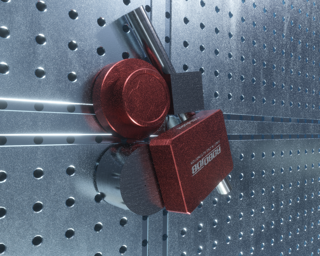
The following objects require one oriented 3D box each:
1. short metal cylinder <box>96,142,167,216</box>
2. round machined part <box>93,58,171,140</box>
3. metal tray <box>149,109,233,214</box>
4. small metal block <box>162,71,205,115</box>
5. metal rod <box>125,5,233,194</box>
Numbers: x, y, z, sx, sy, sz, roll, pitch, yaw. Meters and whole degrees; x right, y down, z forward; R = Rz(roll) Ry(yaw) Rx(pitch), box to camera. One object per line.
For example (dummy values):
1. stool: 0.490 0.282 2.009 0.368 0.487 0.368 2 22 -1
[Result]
1. short metal cylinder: -0.027 0.058 0.365 0.081 0.050 0.079 0 90 -40
2. round machined part: -0.026 -0.035 0.370 0.099 0.042 0.097 0 90 -39
3. metal tray: 0.046 0.036 0.390 0.131 0.030 0.089 -28 109 -50
4. small metal block: 0.028 -0.046 0.398 0.050 0.025 0.050 -12 101 -34
5. metal rod: 0.036 -0.024 0.435 0.025 0.025 0.299 -44 117 -31
